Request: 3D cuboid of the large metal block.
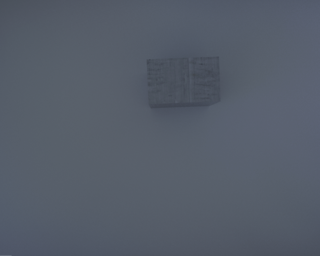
[{"bbox_3d":[0.026,-0.053,0.384,0.080,0.080,0.050,-2,90,0],"label":"large metal block"}]
